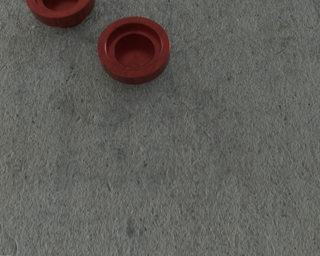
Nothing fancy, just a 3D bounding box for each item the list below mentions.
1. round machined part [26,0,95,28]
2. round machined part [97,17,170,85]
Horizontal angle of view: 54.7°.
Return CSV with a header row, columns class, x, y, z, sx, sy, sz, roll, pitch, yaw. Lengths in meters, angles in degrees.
class,x,y,z,sx,sy,sz,roll,pitch,yaw
round machined part,-0.146,-0.192,0.468,0.099,0.042,0.098,0,70,0
round machined part,-0.035,-0.104,0.437,0.099,0.042,0.098,0,70,0
